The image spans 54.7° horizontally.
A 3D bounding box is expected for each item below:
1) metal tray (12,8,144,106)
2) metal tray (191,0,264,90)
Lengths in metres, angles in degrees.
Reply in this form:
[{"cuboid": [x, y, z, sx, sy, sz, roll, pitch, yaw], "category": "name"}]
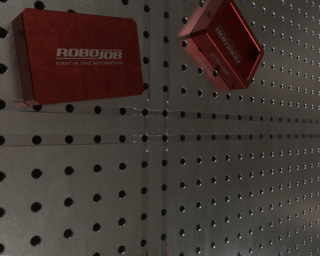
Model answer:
[{"cuboid": [-0.082, -0.075, 0.338, 0.131, 0.030, 0.089, -11, 97, -40], "category": "metal tray"}, {"cuboid": [0.115, -0.136, 0.504, 0.130, 0.030, 0.090, 44, 63, -31], "category": "metal tray"}]
